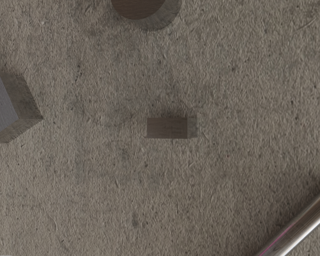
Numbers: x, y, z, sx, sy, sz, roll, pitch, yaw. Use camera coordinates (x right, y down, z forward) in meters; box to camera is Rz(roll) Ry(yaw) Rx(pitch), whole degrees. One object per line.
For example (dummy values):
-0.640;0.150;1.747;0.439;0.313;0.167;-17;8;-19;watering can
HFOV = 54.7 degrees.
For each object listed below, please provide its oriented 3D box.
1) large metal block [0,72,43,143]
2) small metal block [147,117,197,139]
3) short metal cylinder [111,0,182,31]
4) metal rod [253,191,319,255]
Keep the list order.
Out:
-0.243;-0.029;0.482;0.080;0.050;0.080;-30;80;17;large metal block
0.017;0.000;0.390;0.050;0.050;0.025;0;90;20;small metal block
-0.017;-0.172;0.402;0.080;0.050;0.080;0;90;20;short metal cylinder
0.106;0.176;0.371;0.025;0.025;0.299;43;103;15;metal rod
